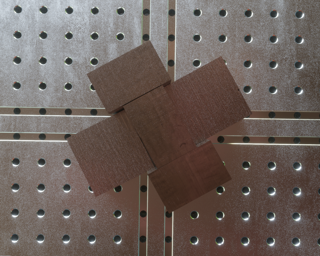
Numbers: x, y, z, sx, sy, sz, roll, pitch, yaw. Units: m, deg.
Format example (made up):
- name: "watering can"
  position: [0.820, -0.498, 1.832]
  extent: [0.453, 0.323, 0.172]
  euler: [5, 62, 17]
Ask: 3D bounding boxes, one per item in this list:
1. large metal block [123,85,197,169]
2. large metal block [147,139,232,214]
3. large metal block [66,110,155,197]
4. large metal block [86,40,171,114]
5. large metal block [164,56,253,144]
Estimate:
- name: "large metal block"
  position: [0.000, -0.002, 0.386]
  extent: [0.050, 0.080, 0.080]
  euler: [-29, 90, 0]
- name: "large metal block"
  position: [0.033, 0.055, 0.386]
  extent: [0.080, 0.080, 0.050]
  euler: [-29, 90, -1]
- name: "large metal block"
  position: [-0.060, 0.031, 0.401]
  extent: [0.080, 0.050, 0.080]
  euler: [-27, 90, 0]
- name: "large metal block"
  position: [-0.034, -0.057, 0.385]
  extent: [0.080, 0.080, 0.050]
  euler: [-28, 90, 0]
- name: "large metal block"
  position: [0.058, -0.034, 0.400]
  extent: [0.080, 0.050, 0.080]
  euler: [-29, 92, 0]
